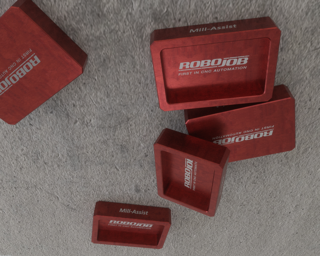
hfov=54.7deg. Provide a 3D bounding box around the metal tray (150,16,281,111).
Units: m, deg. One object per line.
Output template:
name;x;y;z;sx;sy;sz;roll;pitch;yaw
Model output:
metal tray;0.060;-0.068;0.346;0.131;0.030;0.089;-5;130;4

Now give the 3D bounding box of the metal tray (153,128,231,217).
metal tray;0.041;0.065;0.425;0.090;0.030;0.129;18;141;18

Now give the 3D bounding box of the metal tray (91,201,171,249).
metal tray;-0.052;0.175;0.551;0.131;0.030;0.089;8;130;-7

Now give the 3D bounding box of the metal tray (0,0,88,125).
metal tray;-0.158;-0.067;0.345;0.130;0.030;0.090;-30;124;23

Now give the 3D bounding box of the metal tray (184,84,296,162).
metal tray;0.105;0.001;0.406;0.131;0.030;0.090;-12;129;10
